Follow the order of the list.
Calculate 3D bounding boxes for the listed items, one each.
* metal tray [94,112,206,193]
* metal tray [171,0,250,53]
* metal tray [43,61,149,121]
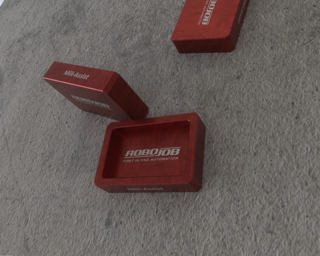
[{"bbox_3d":[-0.012,0.033,0.386,0.130,0.030,0.090,-6,59,25],"label":"metal tray"},{"bbox_3d":[0.079,-0.173,0.465,0.090,0.030,0.130,7,65,31],"label":"metal tray"},{"bbox_3d":[-0.091,-0.049,0.439,0.130,0.090,0.030,16,70,34],"label":"metal tray"}]
